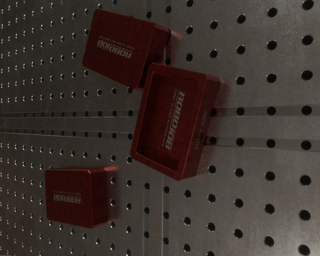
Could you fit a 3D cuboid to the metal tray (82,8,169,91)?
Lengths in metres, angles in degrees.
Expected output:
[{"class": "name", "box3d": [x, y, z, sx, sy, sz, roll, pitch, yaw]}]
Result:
[{"class": "metal tray", "box3d": [-0.055, -0.115, 0.449, 0.130, 0.030, 0.089, 28, 107, 36]}]

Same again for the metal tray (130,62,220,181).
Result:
[{"class": "metal tray", "box3d": [0.015, -0.010, 0.391, 0.090, 0.030, 0.129, 21, 103, 37]}]

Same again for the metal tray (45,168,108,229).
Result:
[{"class": "metal tray", "box3d": [-0.144, 0.114, 0.522, 0.130, 0.030, 0.089, -6, 86, 39]}]
